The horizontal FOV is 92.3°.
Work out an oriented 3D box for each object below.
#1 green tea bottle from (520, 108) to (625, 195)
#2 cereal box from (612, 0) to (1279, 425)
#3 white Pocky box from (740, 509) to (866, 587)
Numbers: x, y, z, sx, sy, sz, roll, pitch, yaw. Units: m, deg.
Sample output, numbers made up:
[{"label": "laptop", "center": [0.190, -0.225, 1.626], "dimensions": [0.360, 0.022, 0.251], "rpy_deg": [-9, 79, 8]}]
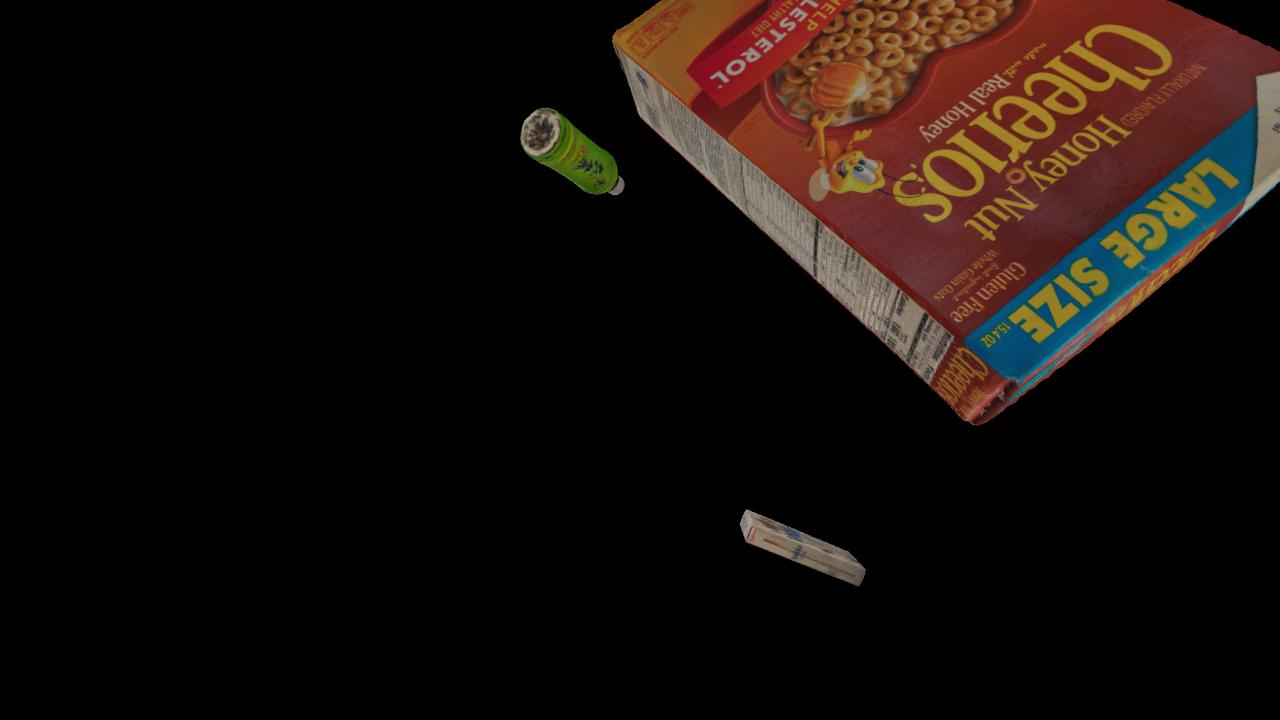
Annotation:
[{"label": "green tea bottle", "center": [-0.084, -0.289, 0.894], "dimensions": [0.073, 0.073, 0.212], "rpy_deg": [0, -4, 28]}, {"label": "cereal box", "center": [0.153, -0.142, 0.345], "dimensions": [0.203, 0.306, 0.081], "rpy_deg": [-37, -27, -2]}, {"label": "white Pocky box", "center": [0.211, 0.247, 0.814], "dimensions": [0.154, 0.028, 0.084], "rpy_deg": [21, 1, 4]}]
